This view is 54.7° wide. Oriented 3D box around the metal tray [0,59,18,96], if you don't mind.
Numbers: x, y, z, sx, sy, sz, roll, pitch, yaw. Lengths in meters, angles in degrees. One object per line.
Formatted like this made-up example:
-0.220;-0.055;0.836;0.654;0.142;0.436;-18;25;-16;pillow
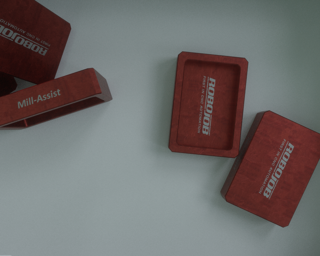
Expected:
-0.238;-0.048;0.347;0.030;0.089;0.131;32;58;22;metal tray

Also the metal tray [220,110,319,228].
0.149;0.052;0.411;0.090;0.030;0.129;25;90;-1;metal tray

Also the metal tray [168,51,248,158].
0.062;-0.030;0.409;0.091;0.030;0.129;6;90;-1;metal tray

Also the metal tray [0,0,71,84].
-0.167;-0.106;0.356;0.030;0.130;0.090;19;90;24;metal tray

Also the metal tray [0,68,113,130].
-0.130;-0.032;0.377;0.131;0.090;0.030;-18;90;-1;metal tray
